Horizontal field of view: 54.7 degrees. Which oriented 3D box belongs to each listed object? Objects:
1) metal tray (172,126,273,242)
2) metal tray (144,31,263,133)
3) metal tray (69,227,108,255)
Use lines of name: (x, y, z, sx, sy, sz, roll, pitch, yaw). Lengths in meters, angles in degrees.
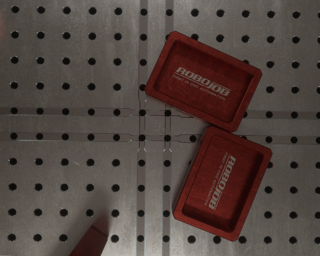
metal tray: (0.080, 0.072, 0.411, 0.090, 0.030, 0.129, 22, 90, -1)
metal tray: (0.056, -0.059, 0.411, 0.131, 0.030, 0.090, 24, 90, -1)
metal tray: (-0.120, 0.195, 0.379, 0.030, 0.090, 0.130, 36, 90, 0)
